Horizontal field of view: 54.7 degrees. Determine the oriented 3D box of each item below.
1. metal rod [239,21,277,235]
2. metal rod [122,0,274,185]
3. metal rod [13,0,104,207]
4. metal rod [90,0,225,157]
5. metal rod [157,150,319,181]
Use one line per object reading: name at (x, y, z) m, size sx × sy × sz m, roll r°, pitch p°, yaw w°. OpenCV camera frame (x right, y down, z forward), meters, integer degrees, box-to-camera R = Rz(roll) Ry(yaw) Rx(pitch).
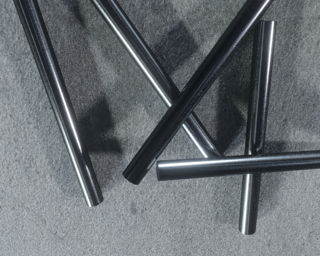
metal rod at (0.128, 0.014, 0.416) m, size 0.025 × 0.025 × 0.298 m, roll -1°, pitch 110°, yaw 0°
metal rod at (0.050, -0.057, 0.368) m, size 0.025 × 0.025 × 0.299 m, roll 34°, pitch 98°, yaw -12°
metal rod at (-0.126, -0.030, 0.396) m, size 0.025 × 0.025 × 0.298 m, roll -12°, pitch 110°, yaw 4°
metal rod at (-0.003, -0.064, 0.386) m, size 0.025 × 0.025 × 0.299 m, roll -33°, pitch 107°, yaw 11°
metal rod at (0.146, 0.045, 0.403) m, size 0.302 × 0.025 × 0.025 m, roll -3°, pitch 111°, yaw -10°
